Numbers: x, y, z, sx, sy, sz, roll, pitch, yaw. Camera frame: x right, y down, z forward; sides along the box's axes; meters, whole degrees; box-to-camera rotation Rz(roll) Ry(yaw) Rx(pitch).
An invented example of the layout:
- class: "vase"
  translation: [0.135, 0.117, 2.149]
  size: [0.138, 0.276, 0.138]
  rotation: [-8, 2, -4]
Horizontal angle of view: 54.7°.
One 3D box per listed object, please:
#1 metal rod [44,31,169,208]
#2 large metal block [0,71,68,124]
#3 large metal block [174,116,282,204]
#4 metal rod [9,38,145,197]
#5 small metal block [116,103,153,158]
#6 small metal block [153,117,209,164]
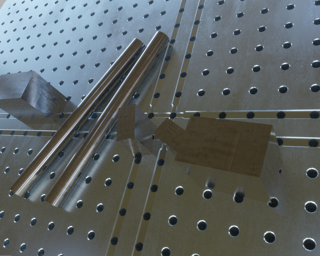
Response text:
- class: "metal rod"
  translation: [-0.071, -0.022, 0.459]
  size: [0.025, 0.025, 0.300]
  rotation: [21, 73, 36]
- class: "large metal block"
  translation: [-0.218, -0.048, 0.517]
  size: [0.080, 0.080, 0.050]
  rotation: [0, 62, 28]
- class: "large metal block"
  translation: [0.073, 0.033, 0.314]
  size: [0.080, 0.080, 0.050]
  rotation: [8, 66, 31]
- class: "metal rod"
  translation: [-0.123, -0.022, 0.486]
  size: [0.025, 0.025, 0.300]
  rotation: [30, 78, 37]
- class: "small metal block"
  translation: [-0.032, 0.004, 0.406]
  size: [0.025, 0.050, 0.050]
  rotation: [-14, 56, 20]
- class: "small metal block"
  translation: [0.026, 0.020, 0.366]
  size: [0.025, 0.050, 0.050]
  rotation: [-49, 51, -4]
